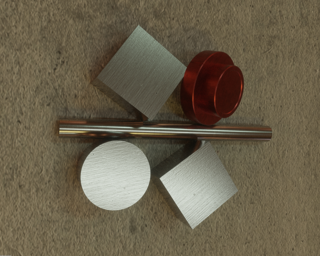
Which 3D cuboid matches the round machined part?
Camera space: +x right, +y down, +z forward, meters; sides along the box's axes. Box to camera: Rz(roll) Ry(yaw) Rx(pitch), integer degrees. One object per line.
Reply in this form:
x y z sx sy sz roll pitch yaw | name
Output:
0.074 -0.050 0.405 0.099 0.042 0.097 -21 119 -42 | round machined part

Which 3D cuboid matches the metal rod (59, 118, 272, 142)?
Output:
0.022 0.004 0.420 0.303 0.025 0.025 2 90 -21 | metal rod

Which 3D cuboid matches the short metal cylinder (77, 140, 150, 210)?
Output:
-0.058 0.054 0.376 0.081 0.050 0.079 0 90 -21 | short metal cylinder

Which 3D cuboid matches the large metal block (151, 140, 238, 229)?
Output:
0.043 0.072 0.414 0.080 0.050 0.080 -35 102 -17 | large metal block

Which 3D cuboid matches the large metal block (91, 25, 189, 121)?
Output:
-0.026 -0.064 0.386 0.080 0.050 0.080 38 78 -16 | large metal block
